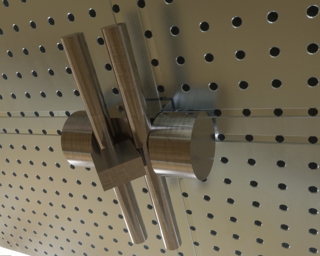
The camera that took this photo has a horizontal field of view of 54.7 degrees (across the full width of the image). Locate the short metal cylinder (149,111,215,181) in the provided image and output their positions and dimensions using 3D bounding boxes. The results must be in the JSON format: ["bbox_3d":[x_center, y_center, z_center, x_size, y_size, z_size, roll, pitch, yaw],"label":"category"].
[{"bbox_3d":[0.029,0.020,0.367,0.050,0.080,0.080,1,119,29],"label":"short metal cylinder"}]

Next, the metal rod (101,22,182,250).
[{"bbox_3d":[-0.014,0.030,0.368,0.025,0.025,0.298,1,119,28],"label":"metal rod"}]

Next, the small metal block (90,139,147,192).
[{"bbox_3d":[-0.049,0.042,0.361,0.050,0.050,0.025,-135,28,-61],"label":"small metal block"}]

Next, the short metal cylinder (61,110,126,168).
[{"bbox_3d":[-0.088,0.015,0.427,0.050,0.080,0.080,1,119,27],"label":"short metal cylinder"}]

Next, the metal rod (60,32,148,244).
[{"bbox_3d":[-0.062,0.031,0.395,0.025,0.025,0.298,1,119,28],"label":"metal rod"}]

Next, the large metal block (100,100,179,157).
[{"bbox_3d":[-0.024,0.011,0.409,0.080,0.050,0.080,1,119,27],"label":"large metal block"}]
